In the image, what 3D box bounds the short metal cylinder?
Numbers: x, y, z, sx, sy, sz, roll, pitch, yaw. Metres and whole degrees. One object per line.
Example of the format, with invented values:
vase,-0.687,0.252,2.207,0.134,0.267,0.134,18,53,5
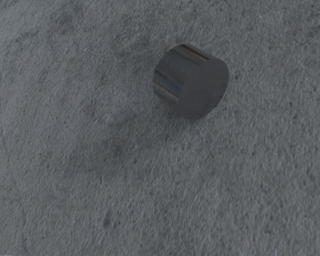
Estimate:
short metal cylinder,0.038,-0.057,0.382,0.080,0.080,0.050,-46,52,-4
